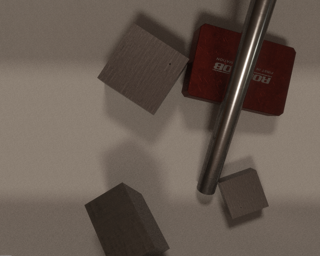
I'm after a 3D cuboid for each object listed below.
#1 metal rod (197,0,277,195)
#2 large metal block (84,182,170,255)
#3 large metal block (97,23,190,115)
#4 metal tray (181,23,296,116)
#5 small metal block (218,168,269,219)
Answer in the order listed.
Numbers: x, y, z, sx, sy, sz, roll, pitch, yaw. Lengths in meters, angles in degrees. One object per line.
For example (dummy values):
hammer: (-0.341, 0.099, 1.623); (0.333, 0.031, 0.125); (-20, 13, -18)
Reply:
metal rod: (0.089, -0.051, 0.353); (0.025, 0.025, 0.298); (12, 114, -1)
large metal block: (-0.037, 0.120, 0.370); (0.050, 0.080, 0.080); (-31, 65, 0)
large metal block: (-0.020, -0.072, 0.399); (0.080, 0.050, 0.080); (33, 90, 0)
metal tray: (0.101, -0.072, 0.399); (0.131, 0.030, 0.089); (12, 90, -11)
small metal block: (0.109, 0.086, 0.413); (0.050, 0.025, 0.050); (-19, 90, -1)
